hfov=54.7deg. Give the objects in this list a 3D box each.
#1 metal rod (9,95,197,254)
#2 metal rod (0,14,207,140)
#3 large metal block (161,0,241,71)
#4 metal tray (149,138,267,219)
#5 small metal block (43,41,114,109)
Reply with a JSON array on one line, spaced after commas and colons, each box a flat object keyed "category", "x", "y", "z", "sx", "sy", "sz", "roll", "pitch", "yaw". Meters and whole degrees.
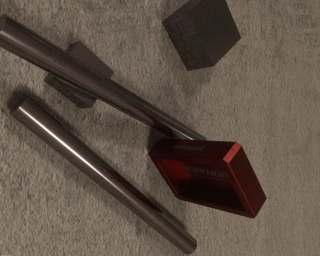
[{"category": "metal rod", "x": -0.046, "y": 0.073, "z": 0.368, "sx": 0.300, "sy": 0.025, "sz": 0.025, "roll": 47, "pitch": 62, "yaw": -30}, {"category": "metal rod", "x": -0.035, "y": -0.028, "z": 0.350, "sx": 0.301, "sy": 0.025, "sz": 0.025, "roll": 29, "pitch": 72, "yaw": -45}, {"category": "large metal block", "x": 0.061, "y": -0.140, "z": 0.442, "sx": 0.080, "sy": 0.050, "sz": 0.080, "roll": -47, "pitch": 118, "yaw": -30}, {"category": "metal tray", "x": 0.054, "y": 0.058, "z": 0.384, "sx": 0.030, "sy": 0.130, "sz": 0.090, "roll": -46, "pitch": 118, "yaw": -31}, {"category": "small metal block", "x": -0.086, "y": -0.056, "z": 0.334, "sx": 0.050, "sy": 0.025, "sz": 0.050, "roll": 41, "pitch": 65, "yaw": -33}]
